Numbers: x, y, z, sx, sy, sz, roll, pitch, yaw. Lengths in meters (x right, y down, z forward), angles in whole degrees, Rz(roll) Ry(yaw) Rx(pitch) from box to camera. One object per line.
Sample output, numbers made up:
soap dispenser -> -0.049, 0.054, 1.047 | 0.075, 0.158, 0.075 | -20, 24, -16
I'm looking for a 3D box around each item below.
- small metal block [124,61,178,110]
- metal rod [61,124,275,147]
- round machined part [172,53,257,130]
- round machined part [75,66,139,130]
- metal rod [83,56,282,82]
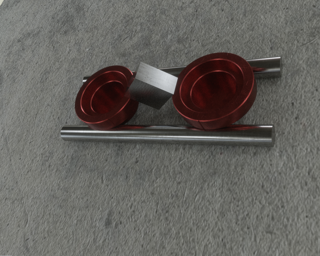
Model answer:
small metal block -> -0.012, -0.052, 0.394 | 0.050, 0.050, 0.025 | 138, 150, -61
metal rod -> -0.010, 0.008, 0.405 | 0.300, 0.025, 0.025 | 0, 62, 28
round machined part -> 0.068, -0.040, 0.377 | 0.098, 0.042, 0.098 | -13, 56, 21
round machined part -> -0.070, -0.039, 0.450 | 0.098, 0.042, 0.098 | -13, 56, 21
metal rod -> 0.013, -0.075, 0.443 | 0.300, 0.025, 0.025 | 0, 62, 28
